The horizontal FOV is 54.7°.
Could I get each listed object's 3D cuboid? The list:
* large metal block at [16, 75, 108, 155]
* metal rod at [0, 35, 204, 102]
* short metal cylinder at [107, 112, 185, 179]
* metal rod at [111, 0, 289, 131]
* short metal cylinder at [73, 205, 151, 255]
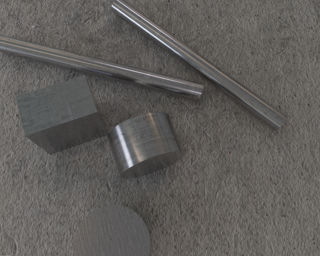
[{"bbox_3d":[-0.116,-0.013,0.383,0.080,0.080,0.050,-19,71,-7],"label":"large metal block"},{"bbox_3d":[-0.088,-0.086,0.438,0.301,0.025,0.025,14,71,5],"label":"metal rod"},{"bbox_3d":[-0.017,0.022,0.371,0.080,0.080,0.050,-19,71,-7],"label":"short metal cylinder"},{"bbox_3d":[0.048,-0.097,0.443,0.300,0.025,0.025,39,75,13],"label":"metal rod"},{"bbox_3d":[-0.050,0.130,0.347,0.081,0.050,0.080,0,70,0],"label":"short metal cylinder"}]
